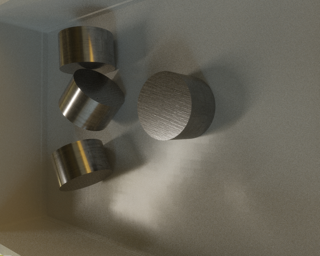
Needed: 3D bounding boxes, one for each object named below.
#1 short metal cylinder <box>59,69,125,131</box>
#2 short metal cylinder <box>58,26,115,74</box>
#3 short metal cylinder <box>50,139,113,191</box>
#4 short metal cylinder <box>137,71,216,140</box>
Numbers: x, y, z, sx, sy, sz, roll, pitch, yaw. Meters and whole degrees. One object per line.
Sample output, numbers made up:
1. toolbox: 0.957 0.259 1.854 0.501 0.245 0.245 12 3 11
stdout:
1. short metal cylinder: -0.099 -0.041 0.453 0.050 0.081 0.080 -51 60 28
2. short metal cylinder: -0.109 -0.112 0.461 0.080 0.081 0.050 -7 86 40
3. short metal cylinder: -0.118 0.057 0.469 0.080 0.081 0.050 -36 68 34
4. short metal cylinder: 0.019 -0.026 0.375 0.080 0.050 0.080 0 90 40
